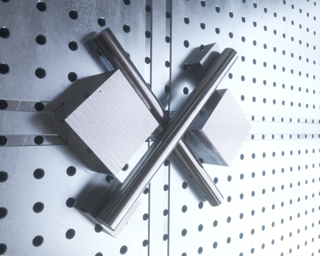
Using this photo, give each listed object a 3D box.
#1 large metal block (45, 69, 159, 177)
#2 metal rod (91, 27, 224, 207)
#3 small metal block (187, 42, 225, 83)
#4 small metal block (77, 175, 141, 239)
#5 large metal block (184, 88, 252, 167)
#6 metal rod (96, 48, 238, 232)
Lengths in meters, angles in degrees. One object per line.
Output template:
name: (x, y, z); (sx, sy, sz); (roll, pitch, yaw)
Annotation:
large metal block: (-0.061, -0.006, 0.342); (0.080, 0.050, 0.080); (-51, 120, -28)
metal rod: (0.010, 0.003, 0.416); (0.025, 0.025, 0.299); (-50, 120, -28)
small metal block: (0.076, -0.093, 0.473); (0.050, 0.025, 0.050); (-52, 120, -27)
small metal block: (-0.058, 0.090, 0.361); (0.050, 0.025, 0.050); (52, 60, -27)
large metal block: (0.083, -0.001, 0.462); (0.080, 0.050, 0.080); (51, 60, -28)
metal rod: (0.024, -0.004, 0.396); (0.301, 0.025, 0.025); (-52, 121, -27)
